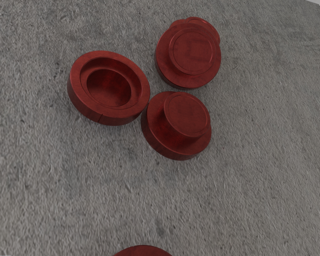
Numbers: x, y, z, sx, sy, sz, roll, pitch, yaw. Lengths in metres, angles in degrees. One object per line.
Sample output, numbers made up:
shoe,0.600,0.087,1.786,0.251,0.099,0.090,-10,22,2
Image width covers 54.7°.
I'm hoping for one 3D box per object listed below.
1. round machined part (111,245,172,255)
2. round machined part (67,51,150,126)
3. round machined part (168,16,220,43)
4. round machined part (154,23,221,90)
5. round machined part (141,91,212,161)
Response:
round machined part,-0.021,0.162,0.283,0.099,0.042,0.098,14,56,-21
round machined part,-0.065,-0.045,0.385,0.099,0.042,0.098,14,56,-21
round machined part,0.060,-0.145,0.513,0.099,0.042,0.098,14,56,-21
round machined part,0.043,-0.106,0.452,0.099,0.042,0.097,0,88,-9
round machined part,0.027,-0.009,0.413,0.099,0.042,0.098,14,56,-21
